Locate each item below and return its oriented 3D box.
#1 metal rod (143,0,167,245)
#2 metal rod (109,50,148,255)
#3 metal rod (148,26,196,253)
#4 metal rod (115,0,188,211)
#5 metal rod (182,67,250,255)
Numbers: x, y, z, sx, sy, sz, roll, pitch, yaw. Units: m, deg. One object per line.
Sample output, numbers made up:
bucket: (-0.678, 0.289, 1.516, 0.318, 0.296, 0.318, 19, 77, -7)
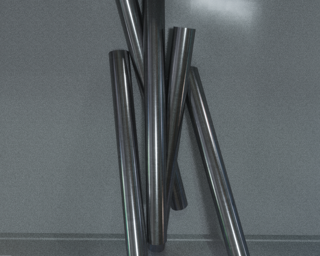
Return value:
metal rod: (-0.006, -0.011, 0.365, 0.025, 0.025, 0.298, -1, 95, 0)
metal rod: (-0.036, 0.057, 0.372, 0.025, 0.025, 0.298, -6, 87, 2)
metal rod: (0.011, 0.028, 0.394, 0.025, 0.025, 0.298, 6, 108, -2)
metal rod: (-0.006, -0.023, 0.402, 0.025, 0.025, 0.298, -13, 110, 4)
metal rod: (0.073, 0.072, 0.375, 0.025, 0.025, 0.298, -15, 85, 5)
